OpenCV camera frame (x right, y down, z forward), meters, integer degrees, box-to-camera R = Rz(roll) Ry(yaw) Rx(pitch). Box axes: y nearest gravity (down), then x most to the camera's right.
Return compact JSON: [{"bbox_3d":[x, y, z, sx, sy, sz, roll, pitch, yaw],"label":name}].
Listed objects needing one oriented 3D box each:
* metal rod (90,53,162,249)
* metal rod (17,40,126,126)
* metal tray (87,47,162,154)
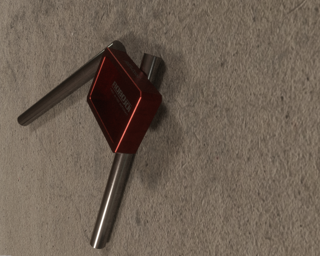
[{"bbox_3d":[-0.053,0.042,0.446,0.025,0.025,0.298,28,107,36],"label":"metal rod"},{"bbox_3d":[-0.168,-0.066,0.540,0.299,0.025,0.025,-25,75,37],"label":"metal rod"},{"bbox_3d":[-0.054,-0.039,0.412,0.130,0.030,0.089,54,126,43],"label":"metal tray"}]
